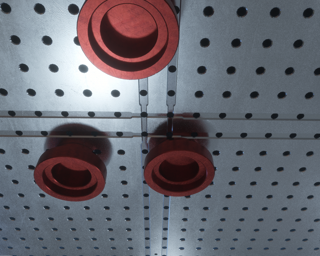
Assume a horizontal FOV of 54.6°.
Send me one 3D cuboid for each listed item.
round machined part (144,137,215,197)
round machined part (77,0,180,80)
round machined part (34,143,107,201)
[{"bbox_3d":[0.027,0.052,0.444,0.099,0.042,0.097,0,130,0],"label":"round machined part"},{"bbox_3d":[-0.030,-0.101,0.314,0.099,0.042,0.097,0,130,0],"label":"round machined part"},{"bbox_3d":[-0.126,0.060,0.451,0.099,0.042,0.097,0,130,0],"label":"round machined part"}]
